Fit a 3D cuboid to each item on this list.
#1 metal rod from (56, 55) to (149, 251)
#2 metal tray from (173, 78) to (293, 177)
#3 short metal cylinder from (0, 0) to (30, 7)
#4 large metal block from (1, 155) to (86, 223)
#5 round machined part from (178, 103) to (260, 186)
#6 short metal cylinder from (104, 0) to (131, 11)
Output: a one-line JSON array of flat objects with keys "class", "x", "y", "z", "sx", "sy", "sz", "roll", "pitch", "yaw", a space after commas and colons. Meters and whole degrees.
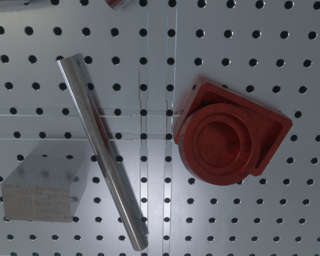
[{"class": "metal rod", "x": -0.073, "y": 0.048, "z": 0.430, "sx": 0.025, "sy": 0.025, "sz": 0.298, "roll": -16, "pitch": 110, "yaw": 5}, {"class": "metal tray", "x": 0.094, "y": 0.000, "z": 0.411, "sx": 0.131, "sy": 0.030, "sz": 0.089, "roll": 23, "pitch": 108, "yaw": -9}, {"class": "short metal cylinder", "x": -0.186, "y": -0.155, "z": 0.325, "sx": 0.080, "sy": 0.080, "sz": 0.050, "roll": -7, "pitch": 110, "yaw": 2}, {"class": "large metal block", "x": -0.149, "y": 0.078, "z": 0.411, "sx": 0.081, "sy": 0.080, "sz": 0.050, "roll": 3, "pitch": 110, "yaw": -1}, {"class": "round machined part", "x": 0.070, "y": 0.020, "z": 0.385, "sx": 0.099, "sy": 0.042, "sz": 0.097, "roll": 1, "pitch": 85, "yaw": -13}, {"class": "short metal cylinder", "x": -0.051, "y": -0.171, "z": 0.321, "sx": 0.050, "sy": 0.080, "sz": 0.080, "roll": -33, "pitch": 107, "yaw": 11}]
